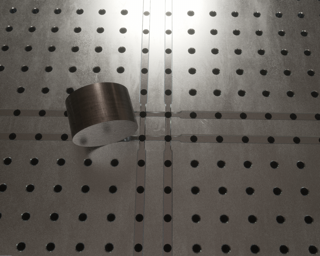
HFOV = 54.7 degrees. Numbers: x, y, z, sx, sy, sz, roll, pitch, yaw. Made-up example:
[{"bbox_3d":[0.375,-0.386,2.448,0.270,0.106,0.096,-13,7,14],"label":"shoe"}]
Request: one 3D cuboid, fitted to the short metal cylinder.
[{"bbox_3d":[-0.073,-0.015,0.387,0.081,0.080,0.050,-15,71,-6],"label":"short metal cylinder"}]
